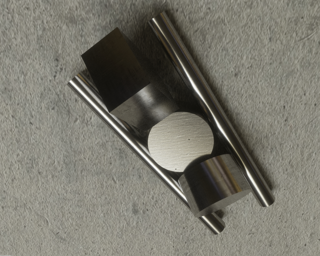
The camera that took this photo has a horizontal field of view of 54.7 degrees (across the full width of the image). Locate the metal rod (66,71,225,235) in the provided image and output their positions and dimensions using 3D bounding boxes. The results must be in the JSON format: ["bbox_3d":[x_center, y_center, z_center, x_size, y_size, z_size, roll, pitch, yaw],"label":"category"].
[{"bbox_3d":[-0.010,0.044,0.426,0.025,0.025,0.300,-39,106,13],"label":"metal rod"}]

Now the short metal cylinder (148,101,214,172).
[{"bbox_3d":[0.025,0.010,0.401,0.081,0.050,0.079,0,110,0],"label":"short metal cylinder"}]

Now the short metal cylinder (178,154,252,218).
[{"bbox_3d":[0.071,0.076,0.404,0.080,0.080,0.050,-30,65,10],"label":"short metal cylinder"}]

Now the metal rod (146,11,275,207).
[{"bbox_3d":[0.075,-0.012,0.407,0.025,0.025,0.299,-31,108,10],"label":"metal rod"}]

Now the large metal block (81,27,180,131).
[{"bbox_3d":[-0.031,-0.050,0.346,0.050,0.080,0.080,-35,65,12],"label":"large metal block"}]
